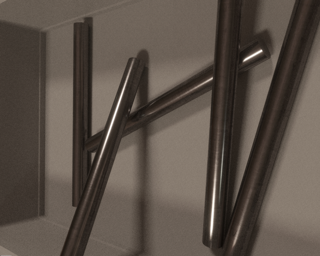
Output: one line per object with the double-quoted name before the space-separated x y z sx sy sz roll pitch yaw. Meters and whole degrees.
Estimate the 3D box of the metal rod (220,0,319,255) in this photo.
"metal rod" 0.107 0.021 0.317 0.025 0.025 0.298 22 103 37

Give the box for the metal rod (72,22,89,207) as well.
"metal rod" -0.131 -0.021 0.511 0.025 0.025 0.298 1 91 39

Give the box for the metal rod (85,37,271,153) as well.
"metal rod" -0.001 -0.027 0.405 0.299 0.025 0.025 -27 73 36

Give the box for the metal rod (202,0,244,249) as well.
"metal rod" 0.066 -0.015 0.326 0.025 0.025 0.298 11 105 39

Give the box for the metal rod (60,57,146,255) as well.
"metal rod" -0.071 0.044 0.386 0.025 0.025 0.299 0 66 39
